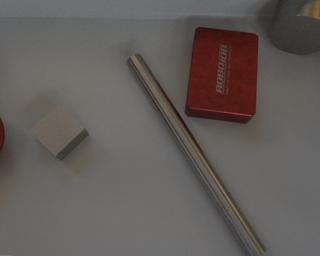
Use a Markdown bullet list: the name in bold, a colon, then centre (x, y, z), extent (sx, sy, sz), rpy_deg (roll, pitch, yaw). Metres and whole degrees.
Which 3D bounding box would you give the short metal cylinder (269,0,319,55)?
- **short metal cylinder**: centre (0.202, -0.149, 0.437), extent (0.080, 0.080, 0.050), rpy_deg (18, 71, 6)

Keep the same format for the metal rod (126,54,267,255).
- **metal rod**: centre (0.038, 0.024, 0.401), extent (0.025, 0.025, 0.299), rpy_deg (-28, 73, -10)

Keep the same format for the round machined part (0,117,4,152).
- **round machined part**: centre (-0.246, 0.011, 0.381), extent (0.099, 0.042, 0.098), rpy_deg (6, 76, -24)

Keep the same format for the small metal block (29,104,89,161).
- **small metal block**: centre (-0.131, 0.006, 0.406), extent (0.050, 0.025, 0.050), rpy_deg (40, 74, 13)

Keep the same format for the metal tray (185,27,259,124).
- **metal tray**: centre (0.087, -0.076, 0.436), extent (0.091, 0.030, 0.130), rpy_deg (8, 70, 2)
